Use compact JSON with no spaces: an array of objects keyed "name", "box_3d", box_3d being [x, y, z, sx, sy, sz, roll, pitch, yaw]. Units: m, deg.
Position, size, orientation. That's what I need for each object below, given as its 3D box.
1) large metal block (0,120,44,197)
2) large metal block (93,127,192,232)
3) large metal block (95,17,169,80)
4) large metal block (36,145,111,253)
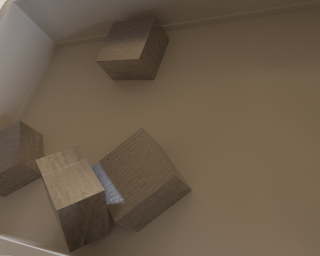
[{"name":"large metal block","box_3d":[-0.230,0.048,0.481,0.080,0.050,0.080,-28,52,10]},{"name":"large metal block","box_3d":[-0.023,0.060,0.365,0.080,0.050,0.080,-39,51,2]},{"name":"large metal block","box_3d":[-0.042,-0.123,0.487,0.080,0.050,0.080,5,64,30]},{"name":"large metal block","box_3d":[-0.101,0.081,0.362,0.050,0.079,0.080,-20,44,-24]}]
